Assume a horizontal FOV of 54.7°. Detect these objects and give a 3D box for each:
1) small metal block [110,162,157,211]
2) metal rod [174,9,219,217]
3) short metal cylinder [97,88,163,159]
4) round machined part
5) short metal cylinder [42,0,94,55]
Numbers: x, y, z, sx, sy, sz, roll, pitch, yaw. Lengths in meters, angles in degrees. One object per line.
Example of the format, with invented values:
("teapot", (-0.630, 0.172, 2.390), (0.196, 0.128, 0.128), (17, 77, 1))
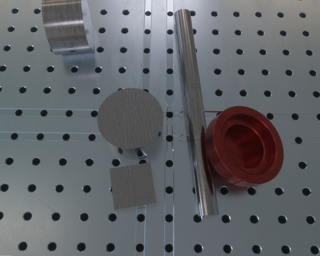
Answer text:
("small metal block", (-0.033, 0.073, 0.385), (0.050, 0.025, 0.050), (-9, 70, -4))
("metal rod", (0.047, -0.034, 0.424), (0.025, 0.025, 0.299), (-4, 70, -2))
("short metal cylinder", (-0.036, -0.005, 0.400), (0.081, 0.050, 0.080), (0, 70, 0))
("round machined part", (0.099, 0.025, 0.383), (0.099, 0.042, 0.098), (9, 65, -19))
("short metal cylinder", (-0.126, -0.145, 0.435), (0.050, 0.080, 0.080), (-7, 70, -2))
